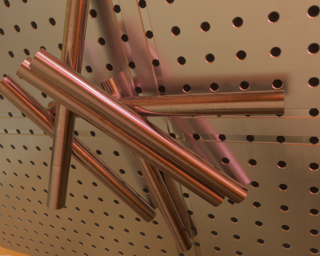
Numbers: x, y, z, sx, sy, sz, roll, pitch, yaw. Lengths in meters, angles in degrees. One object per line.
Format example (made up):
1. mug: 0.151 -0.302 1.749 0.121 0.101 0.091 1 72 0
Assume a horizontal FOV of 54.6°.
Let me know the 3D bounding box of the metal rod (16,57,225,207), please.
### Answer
1. metal rod: -0.036 0.014 0.388 0.301 0.025 0.025 36 131 -16

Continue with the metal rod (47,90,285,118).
1. metal rod: -0.012 -0.026 0.373 0.300 0.025 0.025 0 119 24

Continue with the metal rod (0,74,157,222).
1. metal rod: -0.106 0.043 0.447 0.025 0.025 0.300 -22 121 36

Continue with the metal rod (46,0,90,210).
1. metal rod: -0.116 -0.036 0.389 0.025 0.025 0.298 16 106 19

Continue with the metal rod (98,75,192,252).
1. metal rod: -0.014 0.065 0.459 0.025 0.025 0.299 -10 114 32

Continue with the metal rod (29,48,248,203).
1. metal rod: -0.013 0.007 0.370 0.301 0.025 0.025 34 131 -16
